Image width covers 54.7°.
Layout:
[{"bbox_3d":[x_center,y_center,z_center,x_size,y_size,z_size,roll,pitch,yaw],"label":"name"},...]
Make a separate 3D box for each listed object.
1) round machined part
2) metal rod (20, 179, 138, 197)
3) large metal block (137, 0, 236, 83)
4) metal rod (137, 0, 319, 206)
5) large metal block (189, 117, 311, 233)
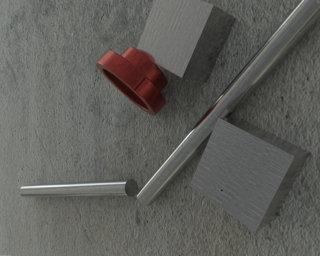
[{"bbox_3d":[-0.029,-0.063,0.389,0.098,0.098,0.042,36,82,33],"label":"round machined part"},{"bbox_3d":[-0.155,0.106,0.529,0.300,0.025,0.025,-11,83,39],"label":"metal rod"},{"bbox_3d":[0.028,-0.108,0.364,0.080,0.050,0.079,36,112,34],"label":"large metal block"},{"bbox_3d":[0.061,-0.010,0.352,0.298,0.025,0.025,-52,60,27],"label":"metal rod"},{"bbox_3d":[0.089,0.042,0.314,0.080,0.050,0.079,32,110,35],"label":"large metal block"}]
